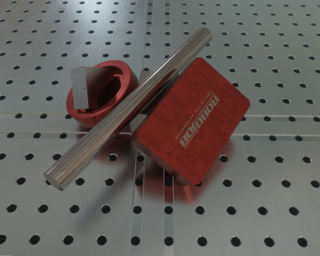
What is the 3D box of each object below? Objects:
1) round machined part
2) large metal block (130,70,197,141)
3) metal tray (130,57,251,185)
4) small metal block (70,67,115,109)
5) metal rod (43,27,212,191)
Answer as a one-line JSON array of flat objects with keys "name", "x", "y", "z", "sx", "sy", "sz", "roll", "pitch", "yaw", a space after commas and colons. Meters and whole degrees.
[{"name": "round machined part", "x": -0.071, "y": -0.040, "z": 0.412, "sx": 0.098, "sy": 0.042, "sz": 0.098, "roll": -15, "pitch": 50, "yaw": 20}, {"name": "large metal block", "x": 0.008, "y": -0.028, "z": 0.415, "sx": 0.080, "sy": 0.050, "sz": 0.080, "roll": 7, "pitch": 50, "yaw": 5}, {"name": "metal tray", "x": 0.039, "y": -0.009, "z": 0.369, "sx": 0.090, "sy": 0.030, "sz": 0.130, "roll": 40, "pitch": 70, "yaw": -8}, {"name": "small metal block", "x": -0.084, "y": -0.051, "z": 0.397, "sx": 0.025, "sy": 0.050, "sz": 0.050, "roll": -1, "pitch": 6, "yaw": 33}, {"name": "metal rod", "x": -0.018, "y": -0.043, "z": 0.378, "sx": 0.025, "sy": 0.025, "sz": 0.301, "roll": 28, "pitch": 55, "yaw": 21}]
